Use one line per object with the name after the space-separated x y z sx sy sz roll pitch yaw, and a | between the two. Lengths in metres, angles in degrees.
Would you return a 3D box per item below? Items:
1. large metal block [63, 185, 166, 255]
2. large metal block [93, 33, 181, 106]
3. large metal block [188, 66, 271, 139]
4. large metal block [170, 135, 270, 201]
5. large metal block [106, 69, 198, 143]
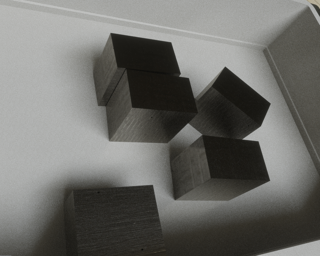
-0.046 0.104 0.301 0.081 0.050 0.080 2 61 -27 | large metal block
-0.032 -0.068 0.394 0.081 0.080 0.050 0 62 -28 | large metal block
0.091 -0.024 0.433 0.080 0.080 0.050 39 51 -2 | large metal block
0.069 0.052 0.375 0.081 0.080 0.050 7 59 -25 | large metal block
-0.013 -0.022 0.376 0.081 0.080 0.050 3 61 -27 | large metal block
